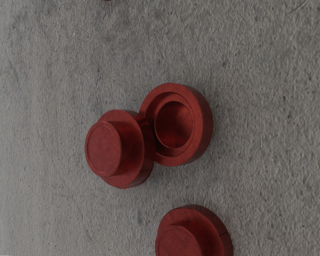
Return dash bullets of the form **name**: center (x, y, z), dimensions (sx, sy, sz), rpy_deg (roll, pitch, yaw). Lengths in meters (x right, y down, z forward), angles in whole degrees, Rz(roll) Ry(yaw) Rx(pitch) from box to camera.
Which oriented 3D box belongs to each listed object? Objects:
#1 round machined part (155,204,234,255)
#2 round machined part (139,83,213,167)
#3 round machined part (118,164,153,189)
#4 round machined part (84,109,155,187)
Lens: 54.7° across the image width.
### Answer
- **round machined part**: center (0.033, 0.144, 0.367), dimensions (0.098, 0.042, 0.097), rpy_deg (0, 90, 40)
- **round machined part**: center (0.022, -0.004, 0.376), dimensions (0.098, 0.042, 0.097), rpy_deg (0, 90, 40)
- **round machined part**: center (-0.058, 0.038, 0.442), dimensions (0.098, 0.042, 0.097), rpy_deg (0, 90, 40)
- **round machined part**: center (-0.056, 0.025, 0.386), dimensions (0.098, 0.042, 0.097), rpy_deg (0, 90, 40)
